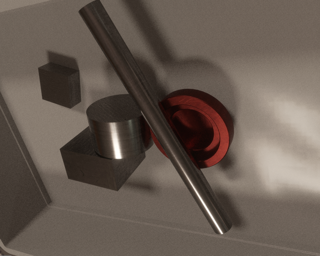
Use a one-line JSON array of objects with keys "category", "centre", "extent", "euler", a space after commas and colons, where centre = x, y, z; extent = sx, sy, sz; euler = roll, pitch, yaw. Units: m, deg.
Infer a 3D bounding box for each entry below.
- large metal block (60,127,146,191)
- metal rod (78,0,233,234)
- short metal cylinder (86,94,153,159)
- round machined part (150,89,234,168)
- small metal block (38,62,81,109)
[{"category": "large metal block", "centre": [-0.076, 0.036, 0.434], "extent": [0.080, 0.080, 0.050], "euler": [9, 122, 23]}, {"category": "metal rod", "centre": [0.004, 0.000, 0.351], "extent": [0.025, 0.025, 0.299], "euler": [-21, 108, 35]}, {"category": "short metal cylinder", "centre": [-0.049, -0.004, 0.394], "extent": [0.080, 0.080, 0.050], "euler": [9, 122, 23]}, {"category": "round machined part", "centre": [0.040, -0.003, 0.374], "extent": [0.098, 0.042, 0.097], "euler": [13, 124, 20]}, {"category": "small metal block", "centre": [-0.143, -0.061, 0.444], "extent": [0.050, 0.025, 0.050], "euler": [18, 126, 17]}]
